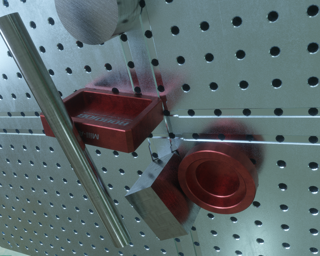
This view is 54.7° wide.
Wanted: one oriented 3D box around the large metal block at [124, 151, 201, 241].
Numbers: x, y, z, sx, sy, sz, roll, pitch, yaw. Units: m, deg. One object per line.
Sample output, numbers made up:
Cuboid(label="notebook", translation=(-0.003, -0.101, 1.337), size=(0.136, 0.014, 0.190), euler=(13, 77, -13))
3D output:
Cuboid(label="large metal block", translation=(0.011, 0.092, 0.427), size=(0.050, 0.080, 0.080), euler=(-29, 103, 37))

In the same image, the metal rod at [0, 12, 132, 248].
Cuboid(label="metal rod", translation=(-0.101, 0.020, 0.358), size=(0.025, 0.025, 0.299), euler=(-8, 115, 32))

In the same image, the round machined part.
Cuboid(label="round machined part", translation=(0.076, 0.059, 0.397), size=(0.098, 0.042, 0.097), euler=(13, 124, 21))

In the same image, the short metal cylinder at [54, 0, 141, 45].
Cuboid(label="short metal cylinder", translation=(-0.068, -0.139, 0.345), size=(0.080, 0.050, 0.079), euler=(13, 124, 21))

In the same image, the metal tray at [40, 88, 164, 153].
Cuboid(label="metal tray", translation=(-0.072, -0.015, 0.398), size=(0.130, 0.090, 0.030), euler=(10, 123, 23))
